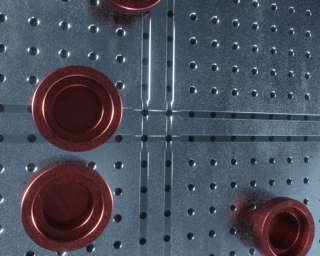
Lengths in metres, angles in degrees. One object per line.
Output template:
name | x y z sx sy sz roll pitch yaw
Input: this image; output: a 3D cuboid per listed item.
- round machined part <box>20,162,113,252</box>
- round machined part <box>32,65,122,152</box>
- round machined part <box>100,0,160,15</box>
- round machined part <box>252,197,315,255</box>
round machined part | -0.108 0.089 0.364 0.099 0.042 0.097 0 90 -20
round machined part | -0.098 -0.022 0.367 0.099 0.042 0.097 0 90 -20
round machined part | -0.041 -0.190 0.388 0.099 0.042 0.097 0 90 -20
round machined part | 0.181 0.153 0.470 0.099 0.042 0.097 0 90 -20
